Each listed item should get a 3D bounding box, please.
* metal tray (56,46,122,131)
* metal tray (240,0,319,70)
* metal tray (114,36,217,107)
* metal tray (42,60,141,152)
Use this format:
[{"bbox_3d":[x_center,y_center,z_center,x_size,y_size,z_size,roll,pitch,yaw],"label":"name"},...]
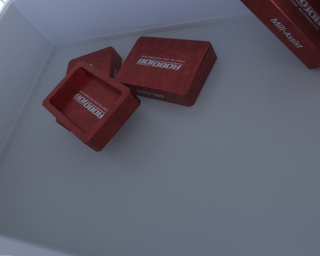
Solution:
[{"bbox_3d":[-0.113,-0.065,0.502,0.090,0.030,0.130,-12,56,21],"label":"metal tray"},{"bbox_3d":[0.158,-0.139,0.343,0.090,0.130,0.030,-61,21,-15],"label":"metal tray"},{"bbox_3d":[0.006,-0.087,0.453,0.130,0.030,0.090,16,70,34],"label":"metal tray"},{"bbox_3d":[-0.100,-0.036,0.437,0.130,0.030,0.090,33,80,38],"label":"metal tray"}]
